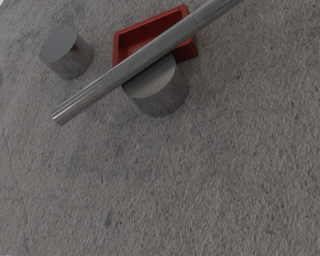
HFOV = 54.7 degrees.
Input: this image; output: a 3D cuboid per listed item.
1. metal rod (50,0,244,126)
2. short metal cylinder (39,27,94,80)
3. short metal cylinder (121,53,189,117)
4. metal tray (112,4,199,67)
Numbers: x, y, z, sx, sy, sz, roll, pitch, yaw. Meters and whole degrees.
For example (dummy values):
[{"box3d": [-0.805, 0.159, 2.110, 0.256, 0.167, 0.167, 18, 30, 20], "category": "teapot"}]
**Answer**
[{"box3d": [-0.016, -0.096, 0.406, 0.300, 0.025, 0.025, -34, 52, 6], "category": "metal rod"}, {"box3d": [-0.167, -0.133, 0.557, 0.080, 0.050, 0.080, -13, 56, 21], "category": "short metal cylinder"}, {"box3d": [-0.006, -0.061, 0.429, 0.080, 0.050, 0.080, -13, 56, 21], "category": "short metal cylinder"}, {"box3d": [-0.010, -0.133, 0.487, 0.130, 0.030, 0.090, -16, 55, 18], "category": "metal tray"}]
